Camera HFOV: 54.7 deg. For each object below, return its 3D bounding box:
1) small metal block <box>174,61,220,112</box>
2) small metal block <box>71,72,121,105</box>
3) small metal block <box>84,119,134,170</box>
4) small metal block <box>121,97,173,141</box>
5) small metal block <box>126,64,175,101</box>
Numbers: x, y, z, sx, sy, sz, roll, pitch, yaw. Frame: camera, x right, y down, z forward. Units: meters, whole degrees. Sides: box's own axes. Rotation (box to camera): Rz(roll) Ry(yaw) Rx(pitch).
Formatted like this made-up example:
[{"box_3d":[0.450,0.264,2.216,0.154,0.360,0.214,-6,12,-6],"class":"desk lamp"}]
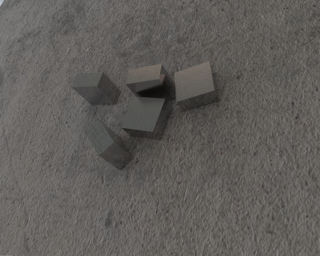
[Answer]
[{"box_3d":[0.048,-0.055,0.412,0.050,0.025,0.050,-16,55,19],"class":"small metal block"},{"box_3d":[-0.097,-0.059,0.475,0.050,0.050,0.025,2,63,29],"class":"small metal block"},{"box_3d":[-0.067,0.022,0.409,0.025,0.050,0.050,-41,51,0],"class":"small metal block"},{"box_3d":[-0.017,-0.014,0.421,0.050,0.025,0.050,7,65,31],"class":"small metal block"},{"box_3d":[-0.011,-0.060,0.431,0.050,0.050,0.025,-5,60,26],"class":"small metal block"}]
